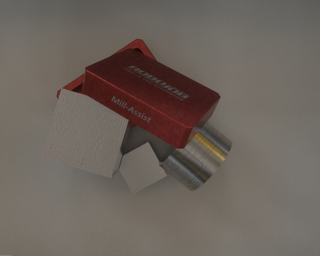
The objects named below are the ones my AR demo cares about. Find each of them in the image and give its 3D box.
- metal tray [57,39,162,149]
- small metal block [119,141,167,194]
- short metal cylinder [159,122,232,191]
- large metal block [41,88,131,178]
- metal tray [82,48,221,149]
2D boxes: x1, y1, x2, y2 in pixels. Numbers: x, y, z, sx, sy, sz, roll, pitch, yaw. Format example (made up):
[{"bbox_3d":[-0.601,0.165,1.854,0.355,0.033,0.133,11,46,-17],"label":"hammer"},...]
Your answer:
[{"bbox_3d":[-0.054,-0.043,0.406,0.130,0.030,0.090,-34,90,-1],"label":"metal tray"},{"bbox_3d":[-0.025,0.051,0.410,0.050,0.025,0.050,-29,90,-1],"label":"small metal block"},{"bbox_3d":[0.043,0.031,0.384,0.050,0.080,0.080,39,90,-1],"label":"short metal cylinder"},{"bbox_3d":[-0.081,0.006,0.364,0.080,0.050,0.080,16,90,-1],"label":"large metal block"},{"bbox_3d":[-0.008,-0.039,0.348,0.130,0.090,0.030,30,128,14],"label":"metal tray"}]
